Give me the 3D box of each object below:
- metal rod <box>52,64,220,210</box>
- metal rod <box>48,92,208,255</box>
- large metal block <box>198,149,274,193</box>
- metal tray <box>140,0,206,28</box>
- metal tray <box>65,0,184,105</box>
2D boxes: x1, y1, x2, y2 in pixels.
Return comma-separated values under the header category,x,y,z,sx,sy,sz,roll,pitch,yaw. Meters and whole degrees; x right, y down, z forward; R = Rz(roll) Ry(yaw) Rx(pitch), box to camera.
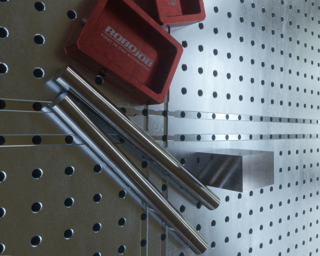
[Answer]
category,x,y,z,sx,sy,sz,roll,pitch,yaw
metal rod,-0.010,0.029,0.402,0.300,0.025,0.025,43,64,-32
metal rod,-0.023,0.074,0.391,0.300,0.025,0.025,51,60,-28
large metal block,0.116,0.061,0.474,0.081,0.080,0.050,-2,92,-40
metal tray,0.010,-0.204,0.415,0.091,0.030,0.129,-22,104,-38
metal tray,-0.036,-0.096,0.376,0.130,0.030,0.090,32,70,-36
